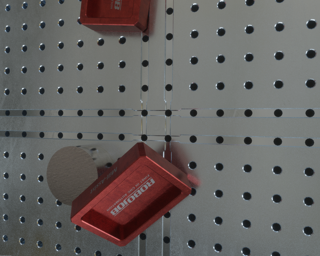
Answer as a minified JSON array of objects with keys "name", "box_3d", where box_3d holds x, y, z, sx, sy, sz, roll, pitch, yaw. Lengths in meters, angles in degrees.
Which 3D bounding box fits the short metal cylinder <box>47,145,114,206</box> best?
[{"name":"short metal cylinder","box_3d":[-0.110,0.064,0.437,0.080,0.050,0.079,0,90,19]}]

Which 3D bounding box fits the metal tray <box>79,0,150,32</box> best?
[{"name":"metal tray","box_3d":[-0.059,-0.203,0.429,0.090,0.030,0.129,8,93,19]}]

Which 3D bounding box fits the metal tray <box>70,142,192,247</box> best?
[{"name":"metal tray","box_3d":[-0.037,0.088,0.394,0.130,0.030,0.090,-42,119,15]}]
